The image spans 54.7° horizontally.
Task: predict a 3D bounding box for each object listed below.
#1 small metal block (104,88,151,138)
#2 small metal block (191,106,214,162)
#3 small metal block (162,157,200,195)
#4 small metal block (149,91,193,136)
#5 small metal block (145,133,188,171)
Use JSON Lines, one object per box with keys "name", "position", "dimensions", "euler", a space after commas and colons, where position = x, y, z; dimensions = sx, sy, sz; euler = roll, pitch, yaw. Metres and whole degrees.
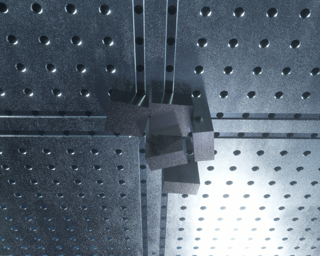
{"name": "small metal block", "position": [-0.041, -0.018, 0.396], "dimensions": [0.050, 0.025, 0.050], "euler": [11, 129, -10]}
{"name": "small metal block", "position": [0.054, 0.008, 0.403], "dimensions": [0.025, 0.050, 0.050], "euler": [-6, 130, 4]}
{"name": "small metal block", "position": [0.029, 0.069, 0.454], "dimensions": [0.050, 0.050, 0.025], "euler": [5, 130, -5]}
{"name": "small metal block", "position": [0.013, -0.017, 0.397], "dimensions": [0.050, 0.025, 0.050], "euler": [4, 130, -4]}
{"name": "small metal block", "position": [0.008, 0.026, 0.418], "dimensions": [0.050, 0.050, 0.025], "euler": [-13, 129, 10]}
